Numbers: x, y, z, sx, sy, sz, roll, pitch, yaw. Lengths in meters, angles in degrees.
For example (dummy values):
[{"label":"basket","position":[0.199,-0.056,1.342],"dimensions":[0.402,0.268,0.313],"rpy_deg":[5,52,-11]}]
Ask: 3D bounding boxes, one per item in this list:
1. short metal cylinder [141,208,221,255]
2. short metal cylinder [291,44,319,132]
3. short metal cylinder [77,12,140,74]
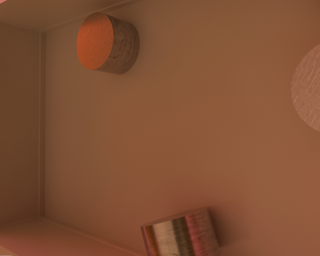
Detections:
[{"label":"short metal cylinder","position":[0.023,0.125,0.351],"dimensions":[0.080,0.081,0.050],"rpy_deg":[-25,74,37]},{"label":"short metal cylinder","position":[0.159,-0.033,0.259],"dimensions":[0.080,0.050,0.079],"rpy_deg":[0,90,39]},{"label":"short metal cylinder","position":[-0.076,-0.121,0.451],"dimensions":[0.080,0.050,0.079],"rpy_deg":[0,90,39]}]
